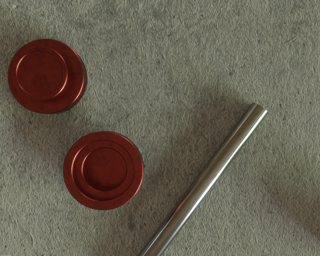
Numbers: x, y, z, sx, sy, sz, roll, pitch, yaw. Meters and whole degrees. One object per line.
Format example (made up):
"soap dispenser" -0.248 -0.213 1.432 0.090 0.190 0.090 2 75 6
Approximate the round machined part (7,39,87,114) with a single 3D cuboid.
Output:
"round machined part" -0.148 -0.067 0.400 0.099 0.042 0.097 0 90 -1

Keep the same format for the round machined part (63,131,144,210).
"round machined part" -0.070 0.052 0.401 0.099 0.042 0.097 0 90 -1

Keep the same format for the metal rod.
"metal rod" 0.043 0.093 0.410 0.025 0.025 0.299 37 90 -1
